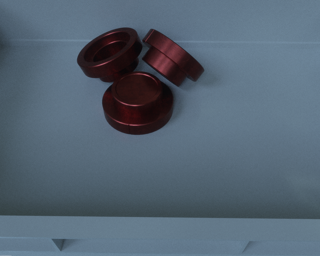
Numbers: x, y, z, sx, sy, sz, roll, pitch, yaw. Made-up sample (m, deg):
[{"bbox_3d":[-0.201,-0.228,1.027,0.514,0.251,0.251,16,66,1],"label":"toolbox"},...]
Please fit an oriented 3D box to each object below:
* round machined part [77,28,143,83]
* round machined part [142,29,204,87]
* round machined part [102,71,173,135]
[{"bbox_3d":[-0.071,-0.107,0.469,0.098,0.042,0.098,-15,42,14],"label":"round machined part"},{"bbox_3d":[0.013,-0.096,0.451,0.098,0.098,0.042,41,97,29],"label":"round machined part"},{"bbox_3d":[-0.031,-0.041,0.428,0.099,0.042,0.098,0,50,0],"label":"round machined part"}]
